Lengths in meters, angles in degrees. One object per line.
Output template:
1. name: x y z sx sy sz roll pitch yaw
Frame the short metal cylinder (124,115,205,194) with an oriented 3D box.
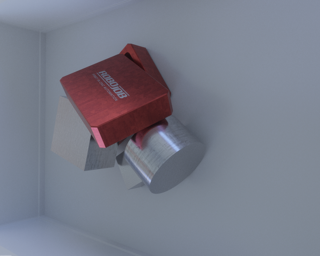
1. short metal cylinder: 0.006 0.031 0.363 0.050 0.081 0.080 47 118 29

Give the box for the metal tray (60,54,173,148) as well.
1. metal tray: -0.056 -0.039 0.368 0.130 0.091 0.030 45 156 46

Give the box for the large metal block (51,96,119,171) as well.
1. large metal block: -0.101 0.005 0.427 0.080 0.050 0.079 21 103 37

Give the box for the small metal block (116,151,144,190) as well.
1. small metal block: -0.029 0.051 0.427 0.050 0.025 0.050 -35 68 34

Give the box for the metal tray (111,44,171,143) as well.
1. metal tray: -0.053 -0.043 0.443 0.129 0.030 0.090 -41 66 32
